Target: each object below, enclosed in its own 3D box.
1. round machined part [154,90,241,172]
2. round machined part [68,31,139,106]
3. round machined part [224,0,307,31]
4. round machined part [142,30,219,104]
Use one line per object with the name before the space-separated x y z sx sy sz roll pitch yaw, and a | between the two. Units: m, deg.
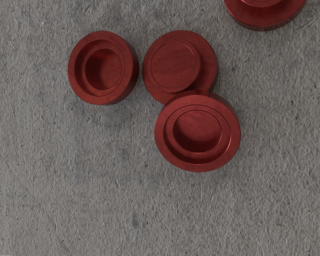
round machined part | 0.045 0.001 0.371 0.098 0.042 0.097 4 115 9
round machined part | -0.073 -0.079 0.426 0.098 0.042 0.097 0 90 20
round machined part | 0.121 -0.166 0.357 0.098 0.042 0.097 0 90 20
round machined part | 0.022 -0.076 0.392 0.098 0.042 0.097 0 90 20
